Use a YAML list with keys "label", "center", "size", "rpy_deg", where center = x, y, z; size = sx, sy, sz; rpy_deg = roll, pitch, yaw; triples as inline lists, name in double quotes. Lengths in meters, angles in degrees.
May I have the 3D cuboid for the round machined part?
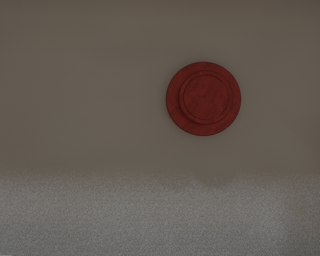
- label: "round machined part"
  center: [0.057, -0.038, 0.404]
  size: [0.099, 0.042, 0.097]
  rpy_deg: [0, 90, -1]
